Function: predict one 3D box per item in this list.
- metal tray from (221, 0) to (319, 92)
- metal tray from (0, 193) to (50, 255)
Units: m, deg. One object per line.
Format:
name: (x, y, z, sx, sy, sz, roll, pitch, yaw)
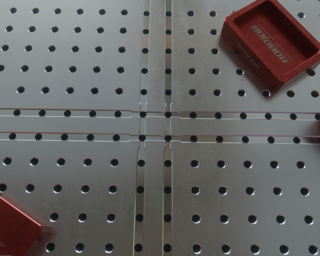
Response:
metal tray: (0.165, -0.127, 0.457, 0.090, 0.030, 0.130, -32, 73, -12)
metal tray: (-0.210, 0.121, 0.362, 0.130, 0.030, 0.090, 31, 73, 10)
